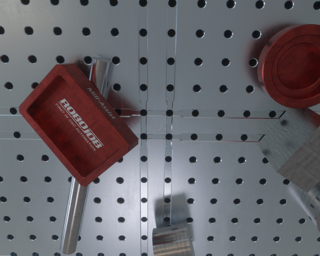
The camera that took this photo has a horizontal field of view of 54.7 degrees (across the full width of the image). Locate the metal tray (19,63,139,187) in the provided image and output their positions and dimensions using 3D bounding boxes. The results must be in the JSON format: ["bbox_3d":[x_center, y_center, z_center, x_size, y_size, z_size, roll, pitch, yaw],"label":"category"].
[{"bbox_3d":[-0.101,-0.003,0.382,0.090,0.030,0.130,-39,91,23],"label":"metal tray"}]

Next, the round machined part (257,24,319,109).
[{"bbox_3d":[0.168,-0.076,0.378,0.099,0.042,0.097,0,110,0],"label":"round machined part"}]

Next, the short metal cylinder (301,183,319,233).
[{"bbox_3d":[0.253,0.114,0.444,0.081,0.050,0.079,0,110,0],"label":"short metal cylinder"}]

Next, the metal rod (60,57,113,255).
[{"bbox_3d":[-0.107,0.051,0.431,0.025,0.025,0.298,13,110,-5],"label":"metal rod"}]

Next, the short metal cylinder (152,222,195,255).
[{"bbox_3d":[0.023,0.182,0.451,0.050,0.080,0.080,-12,110,4],"label":"short metal cylinder"}]

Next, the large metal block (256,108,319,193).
[{"bbox_3d":[0.180,0.020,0.393,0.050,0.080,0.080,33,107,-12],"label":"large metal block"}]
